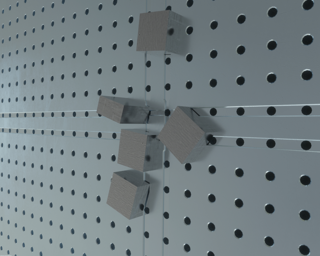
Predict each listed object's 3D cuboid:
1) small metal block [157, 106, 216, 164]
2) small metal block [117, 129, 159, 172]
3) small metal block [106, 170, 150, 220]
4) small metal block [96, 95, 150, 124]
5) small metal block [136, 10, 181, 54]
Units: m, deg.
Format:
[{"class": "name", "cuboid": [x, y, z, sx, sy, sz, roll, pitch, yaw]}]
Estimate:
[{"class": "small metal block", "cuboid": [0.032, 0.008, 0.382, 0.050, 0.025, 0.050, 47, 118, 29]}, {"class": "small metal block", "cuboid": [-0.031, 0.030, 0.433, 0.050, 0.025, 0.050, 12, 98, 39]}, {"class": "small metal block", "cuboid": [-0.047, 0.095, 0.446, 0.050, 0.025, 0.050, 23, 104, 37]}, {"class": "small metal block", "cuboid": [-0.051, -0.025, 0.433, 0.050, 0.050, 0.025, 23, 105, 37]}, {"class": "small metal block", "cuboid": [-0.002, -0.125, 0.409, 0.050, 0.025, 0.050, 10, 97, 39]}]
